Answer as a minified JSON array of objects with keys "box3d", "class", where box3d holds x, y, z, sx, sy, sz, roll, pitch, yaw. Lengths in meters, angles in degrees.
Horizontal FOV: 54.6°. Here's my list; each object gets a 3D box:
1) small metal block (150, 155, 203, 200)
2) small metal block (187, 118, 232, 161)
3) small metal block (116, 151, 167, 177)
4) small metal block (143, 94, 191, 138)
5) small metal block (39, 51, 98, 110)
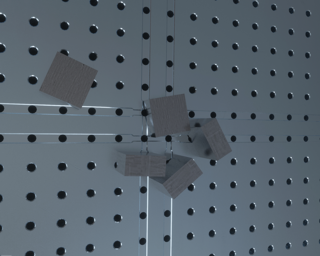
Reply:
[{"box3d":[0.020,0.062,0.407,0.050,0.050,0.025,-39,103,-16],"class":"small metal block"},{"box3d":[0.065,0.014,0.423,0.025,0.050,0.050,-31,100,-17],"class":"small metal block"},{"box3d":[-0.025,0.045,0.390,0.050,0.050,0.025,4,89,-20],"class":"small metal block"},{"box3d":[0.009,-0.017,0.416,0.050,0.025,0.050,-11,94,-20],"class":"small metal block"},{"box3d":[-0.109,-0.056,0.372,0.050,0.025,0.050,24,82,-19],"class":"small metal block"}]
